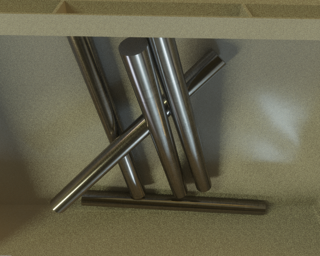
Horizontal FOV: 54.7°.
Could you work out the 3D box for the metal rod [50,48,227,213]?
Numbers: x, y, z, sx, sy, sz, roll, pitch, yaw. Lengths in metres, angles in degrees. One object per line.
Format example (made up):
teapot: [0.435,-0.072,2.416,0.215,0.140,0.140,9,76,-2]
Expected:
metal rod: [-0.040,0.015,0.391,0.299,0.025,0.025,-42,119,19]

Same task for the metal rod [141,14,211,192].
metal rod: [0.032,0.001,0.373,0.025,0.025,0.299,-11,141,9]

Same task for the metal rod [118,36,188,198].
metal rod: [0.005,0.016,0.377,0.025,0.025,0.299,-9,144,7]

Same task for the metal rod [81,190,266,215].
metal rod: [0.025,0.125,0.515,0.302,0.025,0.025,4,130,-5]

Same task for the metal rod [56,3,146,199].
metal rod: [-0.062,-0.008,0.401,0.025,0.025,0.298,-9,130,7]
